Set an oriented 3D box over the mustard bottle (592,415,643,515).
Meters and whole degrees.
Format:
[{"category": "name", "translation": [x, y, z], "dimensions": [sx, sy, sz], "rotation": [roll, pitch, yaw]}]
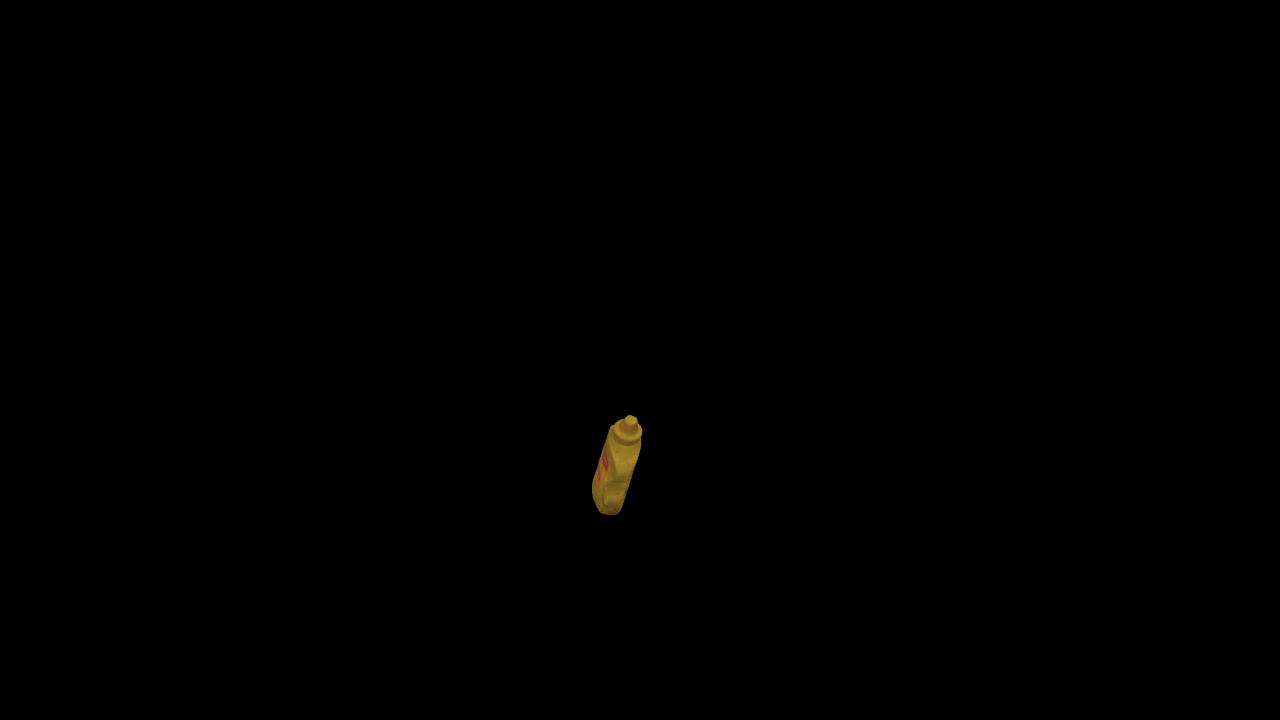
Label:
[{"category": "mustard bottle", "translation": [-0.031, 0.147, 0.926], "dimensions": [0.054, 0.184, 0.092], "rotation": [10, 43, -8]}]
